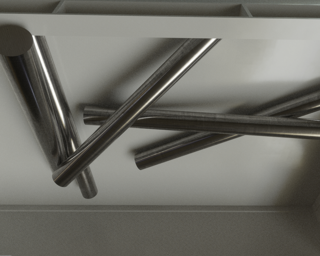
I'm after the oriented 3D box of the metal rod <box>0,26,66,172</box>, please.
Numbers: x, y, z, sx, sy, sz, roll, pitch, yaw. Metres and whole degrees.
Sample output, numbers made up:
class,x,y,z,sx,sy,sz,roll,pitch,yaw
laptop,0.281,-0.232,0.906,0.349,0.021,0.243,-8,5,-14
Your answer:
class,x,y,z,sx,sy,sz,roll,pitch,yaw
metal rod,-0.122,0.005,0.333,0.025,0.025,0.299,8,154,-7

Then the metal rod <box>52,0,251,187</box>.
class,x,y,z,sx,sy,sz,roll,pitch,yaw
metal rod,-0.024,-0.028,0.354,0.299,0.025,0.025,-42,119,19

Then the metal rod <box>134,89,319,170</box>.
class,x,y,z,sx,sy,sz,roll,pitch,yaw
metal rod,0.105,-0.001,0.410,0.301,0.025,0.025,-20,128,16

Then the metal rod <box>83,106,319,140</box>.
class,x,y,z,sx,sy,sz,roll,pitch,yaw
metal rod,0.057,-0.007,0.382,0.302,0.025,0.025,4,130,4

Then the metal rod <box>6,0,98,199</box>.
class,x,y,z,sx,sy,sz,roll,pitch,yaw
metal rod,-0.125,-0.010,0.398,0.025,0.025,0.298,-4,130,3
